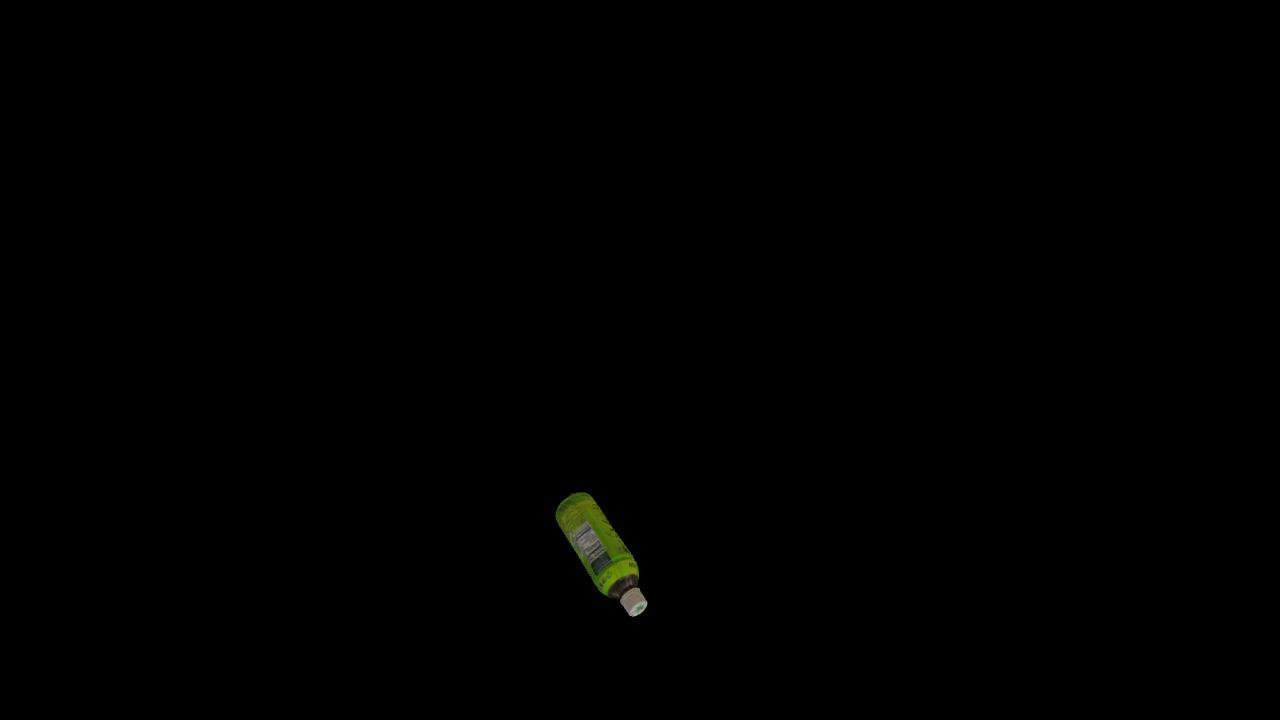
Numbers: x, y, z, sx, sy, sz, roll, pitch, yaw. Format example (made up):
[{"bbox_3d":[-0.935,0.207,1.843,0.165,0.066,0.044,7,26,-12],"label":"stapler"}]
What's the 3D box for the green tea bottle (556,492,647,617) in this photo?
[{"bbox_3d":[-0.056,0.293,0.927,0.073,0.073,0.212,0,32,-34],"label":"green tea bottle"}]
